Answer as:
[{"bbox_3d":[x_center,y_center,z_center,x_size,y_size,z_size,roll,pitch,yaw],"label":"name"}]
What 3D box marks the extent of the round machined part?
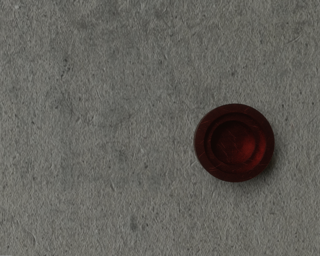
[{"bbox_3d":[0.092,0.018,0.402,0.099,0.042,0.097,0,90,0],"label":"round machined part"}]
